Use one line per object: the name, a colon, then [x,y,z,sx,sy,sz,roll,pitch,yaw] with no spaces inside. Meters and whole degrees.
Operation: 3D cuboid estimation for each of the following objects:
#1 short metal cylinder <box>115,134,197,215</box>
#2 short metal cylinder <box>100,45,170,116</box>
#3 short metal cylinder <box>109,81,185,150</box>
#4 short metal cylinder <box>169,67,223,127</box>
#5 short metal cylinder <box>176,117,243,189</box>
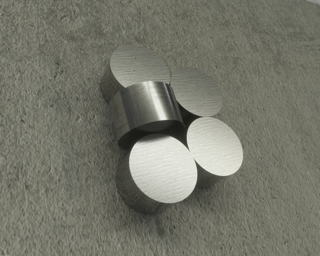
short metal cylinder: [-0.005,0.053,0.354,0.081,0.050,0.080,13,57,-20]
short metal cylinder: [-0.034,-0.062,0.409,0.081,0.050,0.080,13,57,-20]
short metal cylinder: [-0.016,-0.012,0.369,0.081,0.080,0.050,-3,64,-30]
short metal cylinder: [0.039,-0.038,0.433,0.081,0.050,0.080,13,57,-21]
short metal cylinder: [0.058,0.032,0.400,0.081,0.050,0.080,13,57,-20]
